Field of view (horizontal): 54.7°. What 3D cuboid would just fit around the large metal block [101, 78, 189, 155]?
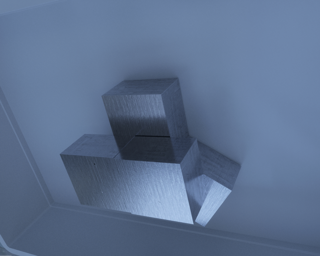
[{"bbox_3d":[-0.016,-0.015,0.390,0.080,0.050,0.080,2,119,27],"label":"large metal block"}]

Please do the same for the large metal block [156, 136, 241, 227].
[{"bbox_3d":[0.047,0.070,0.407,0.080,0.050,0.079,30,128,9],"label":"large metal block"}]

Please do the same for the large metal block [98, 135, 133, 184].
[{"bbox_3d":[-0.048,0.064,0.455,0.080,0.050,0.080,-29,103,37],"label":"large metal block"}]

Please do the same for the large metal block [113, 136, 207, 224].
[{"bbox_3d":[0.003,0.058,0.358,0.080,0.050,0.080,1,119,28],"label":"large metal block"}]

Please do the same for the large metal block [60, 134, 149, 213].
[{"bbox_3d":[-0.068,0.055,0.396,0.080,0.050,0.080,1,119,28],"label":"large metal block"}]
